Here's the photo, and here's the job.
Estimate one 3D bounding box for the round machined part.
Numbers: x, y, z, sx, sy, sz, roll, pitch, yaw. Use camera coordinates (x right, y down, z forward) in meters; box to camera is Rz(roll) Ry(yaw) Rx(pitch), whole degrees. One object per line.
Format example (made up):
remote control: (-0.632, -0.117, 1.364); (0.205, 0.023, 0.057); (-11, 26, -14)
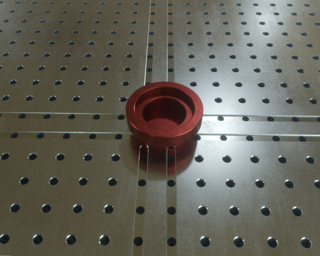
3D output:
round machined part: (0.006, -0.013, 0.408); (0.099, 0.042, 0.098); (0, 50, 0)
